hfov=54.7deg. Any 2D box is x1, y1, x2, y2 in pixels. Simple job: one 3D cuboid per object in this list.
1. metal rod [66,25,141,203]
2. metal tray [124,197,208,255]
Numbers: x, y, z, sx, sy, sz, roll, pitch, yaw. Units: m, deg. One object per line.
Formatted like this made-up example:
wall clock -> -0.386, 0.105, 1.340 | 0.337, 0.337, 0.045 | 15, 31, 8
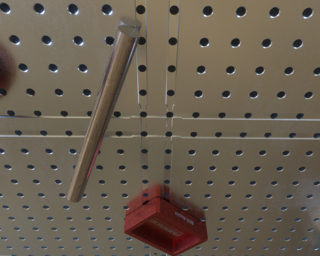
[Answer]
metal rod -> -0.086, 0.005, 0.414 | 0.025, 0.025, 0.298 | 16, 128, -14
metal tray -> 0.012, 0.183, 0.564 | 0.130, 0.030, 0.090 | 36, 121, -27
